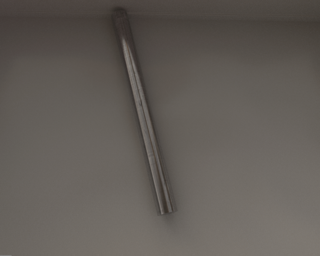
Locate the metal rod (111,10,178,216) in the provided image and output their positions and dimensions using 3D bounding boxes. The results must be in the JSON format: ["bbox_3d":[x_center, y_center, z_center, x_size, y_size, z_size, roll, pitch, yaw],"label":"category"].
[{"bbox_3d":[-0.026,-0.034,0.421,0.025,0.025,0.299,-13,71,-5],"label":"metal rod"}]
